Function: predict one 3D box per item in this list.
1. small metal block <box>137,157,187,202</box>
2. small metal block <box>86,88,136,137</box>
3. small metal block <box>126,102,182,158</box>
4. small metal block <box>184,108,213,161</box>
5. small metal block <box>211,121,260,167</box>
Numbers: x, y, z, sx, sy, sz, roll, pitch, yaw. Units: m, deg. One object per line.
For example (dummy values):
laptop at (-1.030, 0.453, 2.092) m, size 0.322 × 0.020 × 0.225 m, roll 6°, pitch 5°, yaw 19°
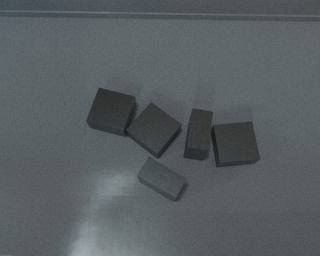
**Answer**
small metal block at (0.002, 0.063, 0.371) m, size 0.050 × 0.050 × 0.025 m, roll 29°, pitch 74°, yaw 9°
small metal block at (-0.064, -0.021, 0.414) m, size 0.050 × 0.025 × 0.050 m, roll 14°, pitch 71°, yaw 5°
small metal block at (-0.008, 0.003, 0.406) m, size 0.050 × 0.025 × 0.050 m, roll 37°, pitch 74°, yaw 12°
small metal block at (0.048, 0.009, 0.392) m, size 0.025 × 0.050 × 0.050 m, roll 9°, pitch 70°, yaw 2°
small metal block at (0.096, 0.021, 0.401) m, size 0.050 × 0.025 × 0.050 m, roll -5°, pitch 70°, yaw -3°
